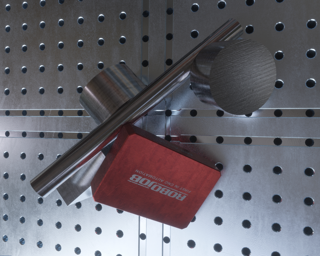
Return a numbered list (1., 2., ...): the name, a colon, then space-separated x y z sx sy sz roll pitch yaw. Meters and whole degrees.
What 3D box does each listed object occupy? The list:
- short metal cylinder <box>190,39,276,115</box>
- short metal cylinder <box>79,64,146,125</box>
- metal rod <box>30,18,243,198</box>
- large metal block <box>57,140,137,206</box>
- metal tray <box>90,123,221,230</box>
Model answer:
1. short metal cylinder: 0.081 -0.058 0.349 0.081 0.050 0.079 -4 104 -17
2. short metal cylinder: -0.055 -0.036 0.402 0.080 0.080 0.050 -45 76 14
3. metal rod: -0.021 -0.028 0.362 0.301 0.025 0.025 -40 77 -7
4. large metal block: -0.085 0.051 0.412 0.080 0.080 0.050 -41 77 15
5. metal tray: -0.003 0.061 0.368 0.131 0.030 0.090 26 101 -25
